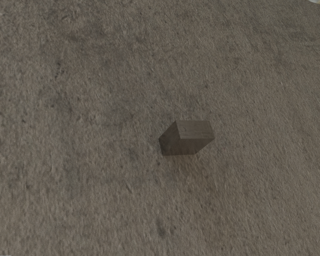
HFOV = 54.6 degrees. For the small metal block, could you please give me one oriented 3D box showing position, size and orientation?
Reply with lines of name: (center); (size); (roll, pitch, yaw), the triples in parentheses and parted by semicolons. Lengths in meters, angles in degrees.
small metal block: (0.033, 0.013, 0.397); (0.050, 0.050, 0.025); (0, 62, -28)
